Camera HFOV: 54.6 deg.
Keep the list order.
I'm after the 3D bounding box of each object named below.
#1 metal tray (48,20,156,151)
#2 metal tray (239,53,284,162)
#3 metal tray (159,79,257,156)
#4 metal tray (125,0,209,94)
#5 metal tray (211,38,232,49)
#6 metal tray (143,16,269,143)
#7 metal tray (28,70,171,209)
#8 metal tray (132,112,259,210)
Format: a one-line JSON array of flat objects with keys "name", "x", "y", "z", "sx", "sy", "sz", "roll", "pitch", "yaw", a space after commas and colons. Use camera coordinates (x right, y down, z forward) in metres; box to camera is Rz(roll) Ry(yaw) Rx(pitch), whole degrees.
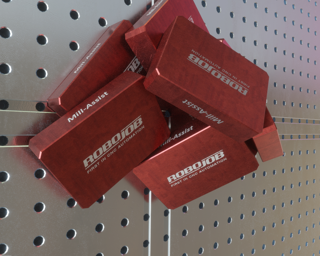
[{"name": "metal tray", "x": -0.052, "y": -0.049, "z": 0.360, "sx": 0.090, "sy": 0.030, "sz": 0.130, "roll": 46, "pitch": 62, "yaw": -30}, {"name": "metal tray", "x": 0.126, "y": -0.028, "z": 0.428, "sx": 0.090, "sy": 0.030, "sz": 0.130, "roll": 46, "pitch": 25, "yaw": -53}, {"name": "metal tray", "x": 0.068, "y": -0.008, "z": 0.424, "sx": 0.130, "sy": 0.090, "sz": 0.030, "roll": 51, "pitch": 60, "yaw": -27}, {"name": "metal tray", "x": 0.018, "y": -0.114, "z": 0.395, "sx": 0.090, "sy": 0.030, "sz": 0.130, "roll": 56, "pitch": 44, "yaw": -27}, {"name": "metal tray", "x": 0.094, "y": -0.063, "z": 0.454, "sx": 0.131, "sy": 0.030, "sz": 0.090, "roll": 19, "pitch": 77, "yaw": -59}, {"name": "metal tray", "x": 0.056, "y": -0.052, "z": 0.337, "sx": 0.131, "sy": 0.030, "sz": 0.090, "roll": 28, "pitch": 57, "yaw": -16}, {"name": "metal tray", "x": -0.056, "y": 0.011, "z": 0.329, "sx": 0.131, "sy": 0.030, "sz": 0.090, "roll": -40, "pitch": 131, "yaw": -20}, {"name": "metal tray", "x": 0.043, "y": 0.041, "z": 0.383, "sx": 0.090, "sy": 0.130, "sz": 0.030, "roll": 51, "pitch": 18, "yaw": -29}]
